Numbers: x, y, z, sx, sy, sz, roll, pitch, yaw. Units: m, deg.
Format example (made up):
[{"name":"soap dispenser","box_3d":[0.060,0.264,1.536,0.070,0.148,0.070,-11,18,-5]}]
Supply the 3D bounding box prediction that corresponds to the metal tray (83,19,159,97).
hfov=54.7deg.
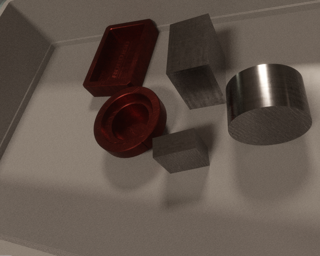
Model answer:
[{"name":"metal tray","box_3d":[-0.062,-0.113,0.502,0.090,0.030,0.130,1,62,28]}]

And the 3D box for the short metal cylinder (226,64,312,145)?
[{"name":"short metal cylinder","box_3d":[0.111,-0.022,0.325,0.080,0.080,0.050,-10,58,22]}]

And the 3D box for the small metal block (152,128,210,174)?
[{"name":"small metal block","box_3d":[0.025,0.028,0.358,0.050,0.050,0.025,-15,56,19]}]

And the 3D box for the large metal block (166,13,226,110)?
[{"name":"large metal block","box_3d":[0.049,-0.081,0.394,0.050,0.080,0.080,-9,58,23]}]

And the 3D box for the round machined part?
[{"name":"round machined part","box_3d":[-0.035,-0.004,0.414,0.098,0.042,0.098,-13,56,20]}]
